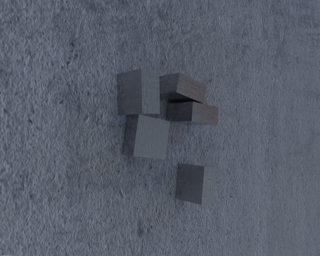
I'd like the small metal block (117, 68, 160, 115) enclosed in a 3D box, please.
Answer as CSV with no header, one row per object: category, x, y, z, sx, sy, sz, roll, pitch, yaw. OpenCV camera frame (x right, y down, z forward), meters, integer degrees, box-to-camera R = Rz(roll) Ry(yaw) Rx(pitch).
small metal block,-0.026,-0.041,0.366,0.025,0.050,0.050,-2,91,-40

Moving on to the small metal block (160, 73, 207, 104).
small metal block,0.025,-0.050,0.408,0.050,0.050,0.025,17,79,-39

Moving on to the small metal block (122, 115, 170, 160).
small metal block,-0.017,0.012,0.390,0.050,0.025,0.050,12,83,-40

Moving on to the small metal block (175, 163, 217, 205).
small metal block,0.049,0.076,0.430,0.025,0.050,0.050,8,85,-40

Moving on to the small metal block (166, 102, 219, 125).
small metal block,0.044,-0.019,0.425,0.050,0.050,0.025,7,86,-40
